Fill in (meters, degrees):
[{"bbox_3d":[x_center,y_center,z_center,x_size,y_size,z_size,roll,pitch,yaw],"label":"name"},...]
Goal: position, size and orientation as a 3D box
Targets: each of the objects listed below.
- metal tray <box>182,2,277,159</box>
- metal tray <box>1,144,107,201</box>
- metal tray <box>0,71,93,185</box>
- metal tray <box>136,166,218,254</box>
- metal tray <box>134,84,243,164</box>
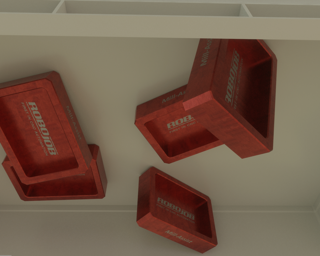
[{"bbox_3d":[0.074,-0.048,0.299,0.090,0.130,0.030,38,141,-28],"label":"metal tray"},{"bbox_3d":[-0.151,0.068,0.461,0.131,0.030,0.089,-2,130,1],"label":"metal tray"},{"bbox_3d":[-0.149,0.003,0.383,0.090,0.030,0.129,-12,116,6],"label":"metal tray"},{"bbox_3d":[0.027,0.125,0.473,0.130,0.090,0.030,32,123,-25],"label":"metal tray"},{"bbox_3d":[0.045,-0.011,0.397,0.130,0.030,0.090,-22,127,17],"label":"metal tray"}]
